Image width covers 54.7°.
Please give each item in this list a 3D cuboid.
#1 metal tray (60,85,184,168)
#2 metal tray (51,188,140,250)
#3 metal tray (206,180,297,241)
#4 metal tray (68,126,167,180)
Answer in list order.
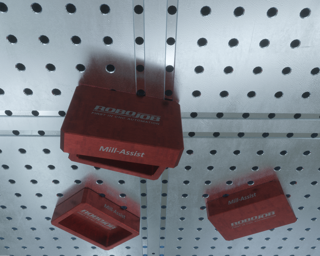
[{"bbox_3d":[-0.041,-0.004,0.365,0.131,0.090,0.030,9,129,-9],"label":"metal tray"},{"bbox_3d":[-0.110,0.165,0.547,0.090,0.030,0.130,-35,123,25],"label":"metal tray"},{"bbox_3d":[0.157,0.146,0.535,0.130,0.030,0.090,-23,127,18],"label":"metal tray"},{"bbox_3d":[-0.048,0.023,0.418,0.131,0.030,0.089,16,135,-15],"label":"metal tray"}]
